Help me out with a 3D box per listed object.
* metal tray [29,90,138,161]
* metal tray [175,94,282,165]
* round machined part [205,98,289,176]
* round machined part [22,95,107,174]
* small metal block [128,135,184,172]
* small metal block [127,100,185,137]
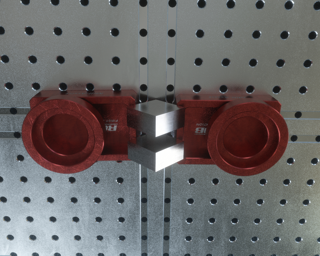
[{"bbox_3d":[-0.095,-0.002,0.410,0.131,0.030,0.089,-1,112,0],"label":"metal tray"},{"bbox_3d":[0.086,0.003,0.413,0.131,0.030,0.089,1,110,-1],"label":"metal tray"},{"bbox_3d":[0.107,0.008,0.395,0.099,0.042,0.097,0,110,0],"label":"round machined part"},{"bbox_3d":[-0.117,0.005,0.392,0.099,0.042,0.097,0,110,0],"label":"round machined part"},{"bbox_3d":[-0.005,0.028,0.394,0.050,0.050,0.025,19,117,41],"label":"small metal block"},{"bbox_3d":[-0.005,-0.014,0.380,0.050,0.050,0.025,19,117,41],"label":"small metal block"}]
